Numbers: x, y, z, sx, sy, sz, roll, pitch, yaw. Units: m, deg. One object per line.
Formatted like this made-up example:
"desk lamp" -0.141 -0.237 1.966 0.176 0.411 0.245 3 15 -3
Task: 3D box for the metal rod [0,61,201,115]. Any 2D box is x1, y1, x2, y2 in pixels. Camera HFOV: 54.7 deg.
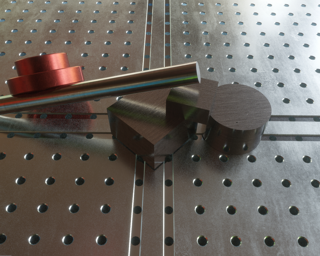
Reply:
"metal rod" -0.101 -0.044 0.387 0.301 0.025 0.025 -7 48 16

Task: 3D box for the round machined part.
"round machined part" -0.157 -0.076 0.423 0.099 0.042 0.098 -10 12 2

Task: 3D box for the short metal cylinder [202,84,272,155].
"short metal cylinder" 0.097 -0.012 0.403 0.081 0.050 0.080 0 50 0

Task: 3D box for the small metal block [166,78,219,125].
"small metal block" 0.039 -0.036 0.370 0.050 0.025 0.050 15 51 11

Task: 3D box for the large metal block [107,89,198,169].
"large metal block" -0.008 -0.009 0.396 0.080 0.050 0.080 36 58 26
